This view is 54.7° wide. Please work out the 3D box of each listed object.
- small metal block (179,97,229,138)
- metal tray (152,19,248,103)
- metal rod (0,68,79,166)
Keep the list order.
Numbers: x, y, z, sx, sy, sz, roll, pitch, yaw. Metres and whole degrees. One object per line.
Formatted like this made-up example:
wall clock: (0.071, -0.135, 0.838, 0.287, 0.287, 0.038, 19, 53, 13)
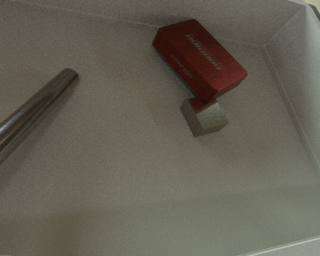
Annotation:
small metal block: (0.065, -0.018, 0.454, 0.050, 0.025, 0.050, -13, 69, -34)
metal tray: (0.062, -0.107, 0.478, 0.091, 0.030, 0.130, -30, 73, -38)
metal rod: (-0.138, 0.017, 0.261, 0.025, 0.025, 0.301, 31, 33, -9)
